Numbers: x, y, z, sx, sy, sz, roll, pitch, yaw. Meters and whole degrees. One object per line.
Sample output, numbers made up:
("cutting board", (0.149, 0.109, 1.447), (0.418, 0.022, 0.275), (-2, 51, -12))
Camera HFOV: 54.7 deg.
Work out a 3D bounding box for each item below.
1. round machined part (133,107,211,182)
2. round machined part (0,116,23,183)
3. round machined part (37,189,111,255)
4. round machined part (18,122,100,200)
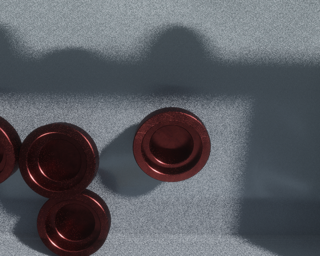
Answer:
("round machined part", (0.015, 0.019, 0.409), (0.099, 0.042, 0.097), (0, 110, 0))
("round machined part", (-0.225, 0.023, 0.405), (0.099, 0.042, 0.097), (2, 108, 6))
("round machined part", (-0.119, 0.131, 0.443), (0.099, 0.042, 0.097), (0, 99, 1))
("round machined part", (-0.128, 0.041, 0.408), (0.099, 0.042, 0.097), (0, 97, 3))
